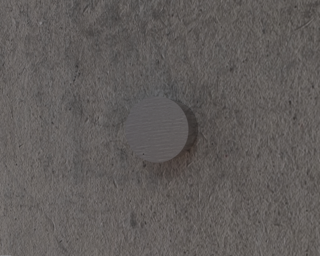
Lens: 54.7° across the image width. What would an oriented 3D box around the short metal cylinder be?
[{"bbox_3d":[0.004,0.002,0.395,0.080,0.050,0.079,0,90,19],"label":"short metal cylinder"}]
